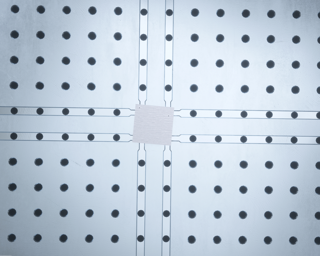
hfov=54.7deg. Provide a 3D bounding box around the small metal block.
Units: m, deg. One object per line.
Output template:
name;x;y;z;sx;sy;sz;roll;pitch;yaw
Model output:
small metal block;-0.009;-0.004;0.413;0.050;0.025;0.050;5;90;-1
